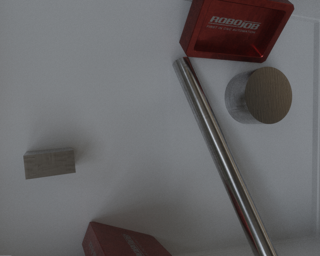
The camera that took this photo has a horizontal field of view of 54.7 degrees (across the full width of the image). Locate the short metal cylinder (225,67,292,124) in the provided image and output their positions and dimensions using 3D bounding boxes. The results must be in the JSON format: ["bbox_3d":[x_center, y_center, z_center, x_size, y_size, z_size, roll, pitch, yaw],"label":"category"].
[{"bbox_3d":[0.143,-0.045,0.452,0.081,0.050,0.079,0,90,-20],"label":"short metal cylinder"}]

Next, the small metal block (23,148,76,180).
[{"bbox_3d":[-0.125,0.038,0.352,0.050,0.050,0.025,-6,92,-20],"label":"small metal block"}]

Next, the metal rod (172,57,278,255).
[{"bbox_3d":[0.080,0.043,0.381,0.025,0.025,0.299,-15,72,-20],"label":"metal rod"}]

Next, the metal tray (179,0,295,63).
[{"bbox_3d":[0.101,-0.137,0.417,0.131,0.030,0.089,0,135,-20],"label":"metal tray"}]

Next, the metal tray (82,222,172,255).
[{"bbox_3d":[-0.032,0.146,0.344,0.091,0.130,0.030,21,83,-19],"label":"metal tray"}]
